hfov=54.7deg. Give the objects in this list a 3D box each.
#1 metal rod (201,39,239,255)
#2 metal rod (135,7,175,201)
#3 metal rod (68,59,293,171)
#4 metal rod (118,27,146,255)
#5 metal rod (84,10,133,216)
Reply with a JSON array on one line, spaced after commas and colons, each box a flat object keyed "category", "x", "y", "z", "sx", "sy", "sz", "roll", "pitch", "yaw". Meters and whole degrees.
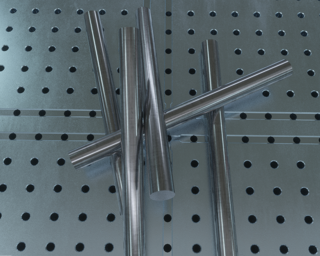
[{"category": "metal rod", "x": 0.076, "y": 0.017, "z": 0.406, "sx": 0.025, "sy": 0.025, "sz": 0.299, "roll": -1, "pitch": 70, "yaw": -1}, {"category": "metal rod", "x": -0.012, "y": -0.055, "z": 0.390, "sx": 0.025, "sy": 0.025, "sz": 0.299, "roll": -5, "pitch": 54, "yaw": -2}, {"category": "metal rod", "x": 0.033, "y": -0.021, "z": 0.391, "sx": 0.302, "sy": 0.025, "sz": 0.025, "roll": -24, "pitch": 72, "yaw": -9}, {"category": "metal rod", "x": -0.031, "y": 0.036, "z": 0.353, "sx": 0.025, "sy": 0.025, "sz": 0.298, "roll": -2, "pitch": 87, "yaw": -1}, {"category": "metal rod", "x": -0.070, "y": -0.034, "z": 0.423, "sx": 0.025, "sy": 0.025, "sz": 0.299, "roll": -12, "pitch": 71, "yaw": -5}]
